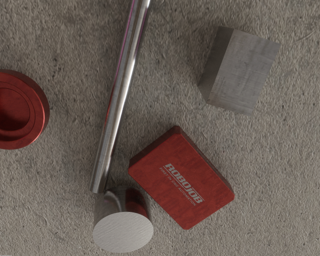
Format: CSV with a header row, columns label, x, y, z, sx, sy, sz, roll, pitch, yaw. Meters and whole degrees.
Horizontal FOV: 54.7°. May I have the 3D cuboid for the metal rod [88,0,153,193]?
label,x,y,z,sx,sy,sz,roll,pitch,yaw
metal rod,-0.050,-0.049,0.390,0.025,0.025,0.298,14,109,-6

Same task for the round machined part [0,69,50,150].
label,x,y,z,sx,sy,sz,roll,pitch,yaw
round machined part,-0.188,-0.025,0.389,0.099,0.042,0.097,0,110,-1

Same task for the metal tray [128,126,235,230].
label,x,y,z,sx,sy,sz,roll,pitch,yaw
metal tray,0.030,0.072,0.434,0.090,0.030,0.130,-38,106,12

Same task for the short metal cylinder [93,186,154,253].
label,x,y,z,sx,sy,sz,roll,pitch,yaw
short metal cylinder,-0.052,0.128,0.434,0.081,0.050,0.079,-4,121,-7

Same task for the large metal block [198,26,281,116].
label,x,y,z,sx,sy,sz,roll,pitch,yaw
large metal block,0.085,-0.069,0.356,0.050,0.080,0.079,16,109,-6
